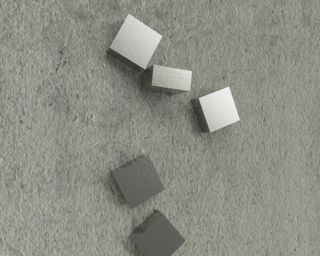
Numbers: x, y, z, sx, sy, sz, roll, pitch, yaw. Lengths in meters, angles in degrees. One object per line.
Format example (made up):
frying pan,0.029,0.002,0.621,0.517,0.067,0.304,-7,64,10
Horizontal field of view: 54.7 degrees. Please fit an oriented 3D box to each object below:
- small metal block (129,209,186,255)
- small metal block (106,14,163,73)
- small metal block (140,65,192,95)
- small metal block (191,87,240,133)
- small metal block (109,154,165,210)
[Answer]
small metal block,-0.004,0.145,0.408,0.050,0.025,0.050,-41,103,-15
small metal block,-0.033,-0.107,0.396,0.050,0.025,0.050,30,80,-18
small metal block,0.006,-0.060,0.398,0.050,0.050,0.025,6,88,-20
small metal block,0.078,-0.026,0.438,0.050,0.025,0.050,-22,98,-19
small metal block,-0.029,0.068,0.398,0.050,0.025,0.050,-28,99,-18
